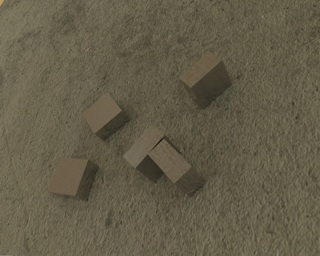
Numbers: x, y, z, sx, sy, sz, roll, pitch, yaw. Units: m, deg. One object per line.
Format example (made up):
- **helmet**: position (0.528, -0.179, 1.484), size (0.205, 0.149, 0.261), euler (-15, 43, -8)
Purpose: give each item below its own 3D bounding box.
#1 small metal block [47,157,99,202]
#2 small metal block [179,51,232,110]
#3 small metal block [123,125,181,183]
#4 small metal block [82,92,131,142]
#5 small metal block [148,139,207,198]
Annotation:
- **small metal block**: position (-0.118, 0.069, 0.423), size (0.050, 0.025, 0.050), euler (1, 62, 28)
- **small metal block**: position (0.059, -0.059, 0.393), size (0.050, 0.050, 0.025), euler (-42, 51, -1)
- **small metal block**: position (-0.008, 0.032, 0.372), size (0.050, 0.050, 0.025), euler (-49, 51, -6)
- **small metal block**: position (-0.079, -0.017, 0.456), size (0.050, 0.025, 0.050), euler (-40, 51, 0)
- **small metal block**: position (0.020, 0.046, 0.349), size (0.025, 0.050, 0.050), euler (-44, 51, -2)
